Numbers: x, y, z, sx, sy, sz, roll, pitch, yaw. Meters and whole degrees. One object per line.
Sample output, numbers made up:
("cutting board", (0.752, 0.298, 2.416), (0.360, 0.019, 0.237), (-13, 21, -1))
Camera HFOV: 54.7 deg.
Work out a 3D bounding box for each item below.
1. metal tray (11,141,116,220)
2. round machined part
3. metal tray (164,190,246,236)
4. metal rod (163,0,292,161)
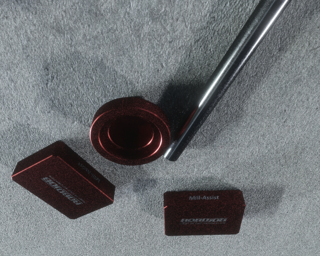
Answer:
("metal tray", (-0.143, 0.085, 0.474), (0.090, 0.030, 0.130), (-26, 126, 20))
("round machined part", (-0.036, 0.000, 0.395), (0.099, 0.042, 0.097), (-1, 130, 0))
("metal tray", (0.073, 0.147, 0.530), (0.131, 0.030, 0.089), (-2, 130, 1))
("metal rod", (0.077, -0.066, 0.352), (0.025, 0.025, 0.298), (19, 127, -16))
